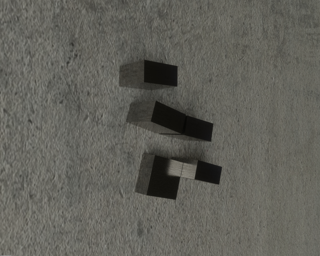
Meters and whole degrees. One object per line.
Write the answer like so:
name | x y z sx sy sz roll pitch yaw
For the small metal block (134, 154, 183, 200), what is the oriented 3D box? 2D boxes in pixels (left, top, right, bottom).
small metal block | -0.001 0.064 0.404 0.050 0.025 0.050 19 78 -38

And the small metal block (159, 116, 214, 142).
small metal block | 0.035 0.001 0.417 0.050 0.050 0.025 14 81 -39

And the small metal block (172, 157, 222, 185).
small metal block | 0.049 0.059 0.429 0.050 0.050 0.025 19 78 -39

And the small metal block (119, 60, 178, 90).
small metal block | -0.014 -0.063 0.376 0.050 0.050 0.025 1 90 -40

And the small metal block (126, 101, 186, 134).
small metal block | -0.005 -0.012 0.384 0.050 0.050 0.025 22 76 -38
